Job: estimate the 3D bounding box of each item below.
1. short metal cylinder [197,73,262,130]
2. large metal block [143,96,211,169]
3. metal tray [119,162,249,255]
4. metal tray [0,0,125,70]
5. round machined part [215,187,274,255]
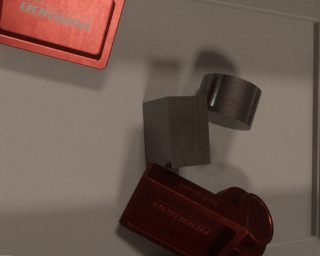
[{"bbox_3d":[0.089,-0.033,0.416,0.080,0.080,0.050,21,83,-19],"label":"short metal cylinder"},{"bbox_3d":[0.018,0.004,0.387,0.050,0.080,0.079,-3,91,-23],"label":"large metal block"},{"bbox_3d":[0.026,0.108,0.370,0.130,0.030,0.089,27,122,2],"label":"metal tray"},{"bbox_3d":[-0.114,-0.126,0.344,0.131,0.030,0.089,12,115,-20],"label":"metal tray"},{"bbox_3d":[0.117,0.127,0.422,0.099,0.042,0.098,24,50,-32],"label":"round machined part"}]
